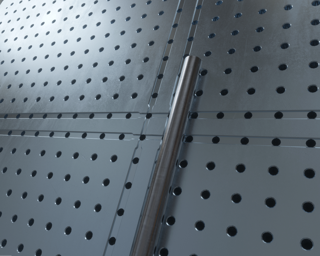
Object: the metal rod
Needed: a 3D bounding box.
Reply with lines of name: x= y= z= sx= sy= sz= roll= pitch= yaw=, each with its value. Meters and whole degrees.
metal rod: x=0.010 y=0.037 z=0.379 sx=0.025 sy=0.025 sz=0.300 roll=2 pitch=62 yaw=29
